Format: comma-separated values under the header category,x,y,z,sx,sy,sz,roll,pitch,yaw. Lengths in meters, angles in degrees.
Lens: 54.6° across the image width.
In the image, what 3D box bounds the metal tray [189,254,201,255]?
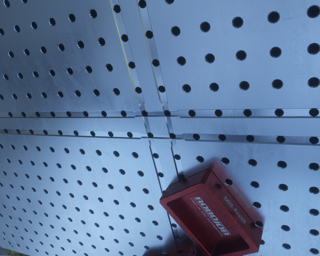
category,x,y,z,sx,sy,sz,roll,pitch,yaw
metal tray,0.043,0.261,0.507,0.090,0.030,0.129,48,129,-6

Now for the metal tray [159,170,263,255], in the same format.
category,x,y,z,sx,sy,sz,roll,pitch,yaw
metal tray,0.073,0.131,0.450,0.090,0.030,0.130,-33,100,38

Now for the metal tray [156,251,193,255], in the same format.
category,x,y,z,sx,sy,sz,roll,pitch,yaw
metal tray,0.026,0.275,0.565,0.130,0.030,0.090,-25,105,37
